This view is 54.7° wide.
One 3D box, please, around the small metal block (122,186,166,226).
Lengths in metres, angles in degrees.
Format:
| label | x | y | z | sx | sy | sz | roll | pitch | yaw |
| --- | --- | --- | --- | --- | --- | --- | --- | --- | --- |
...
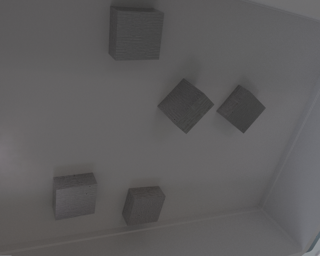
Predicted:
| label | x | y | z | sx | sy | sz | roll | pitch | yaw |
| --- | --- | --- | --- | --- | --- | --- | --- | --- | --- |
| small metal block | -0.025 | 0.117 | 0.467 | 0.050 | 0.025 | 0.050 | 2 | 118 | -29 |

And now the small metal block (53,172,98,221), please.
| label | x | y | z | sx | sy | sz | roll | pitch | yaw |
| --- | --- | --- | --- | --- | --- | --- | --- | --- | --- |
| small metal block | -0.111 | 0.088 | 0.402 | 0.050 | 0.025 | 0.050 | -4 | 120 | -27 |

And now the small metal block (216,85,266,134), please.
| label | x | y | z | sx | sy | sz | roll | pitch | yaw |
| --- | --- | --- | --- | --- | --- | --- | --- | --- | --- |
| small metal block | 0.120 | -0.027 | 0.457 | 0.050 | 0.025 | 0.050 | 33 | 100 | -38 |

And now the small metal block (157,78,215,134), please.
| label | x | y | z | sx | sy | sz | roll | pitch | yaw |
| --- | --- | --- | --- | --- | --- | --- | --- | --- | --- |
| small metal block | 0.031 | -0.029 | 0.392 | 0.050 | 0.050 | 0.025 | -47 | 129 | 4 |

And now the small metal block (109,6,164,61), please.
| label | x | y | z | sx | sy | sz | roll | pitch | yaw |
| --- | --- | --- | --- | --- | --- | --- | --- | --- | --- |
| small metal block | -0.026 | -0.101 | 0.332 | 0.050 | 0.025 | 0.050 | -7 | 122 | -25 |
